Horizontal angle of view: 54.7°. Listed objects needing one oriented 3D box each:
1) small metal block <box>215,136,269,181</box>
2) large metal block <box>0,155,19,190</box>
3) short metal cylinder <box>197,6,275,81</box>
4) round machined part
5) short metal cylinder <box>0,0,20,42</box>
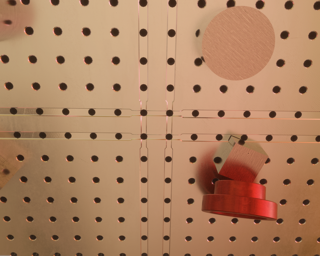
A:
[{"bbox_3d":[0.113,0.046,0.431,0.050,0.025,0.050,22,109,-8],"label":"small metal block"},{"bbox_3d":[-0.261,0.068,0.423,0.080,0.050,0.080,-41,105,13],"label":"large metal block"},{"bbox_3d":[0.086,-0.100,0.364,0.081,0.050,0.079,0,110,0],"label":"short metal cylinder"},{"bbox_3d":[0.108,0.098,0.422,0.099,0.098,0.042,9,73,-4],"label":"round machined part"},{"bbox_3d":[-0.209,-0.135,0.348,0.081,0.050,0.079,0,110,0],"label":"short metal cylinder"}]
